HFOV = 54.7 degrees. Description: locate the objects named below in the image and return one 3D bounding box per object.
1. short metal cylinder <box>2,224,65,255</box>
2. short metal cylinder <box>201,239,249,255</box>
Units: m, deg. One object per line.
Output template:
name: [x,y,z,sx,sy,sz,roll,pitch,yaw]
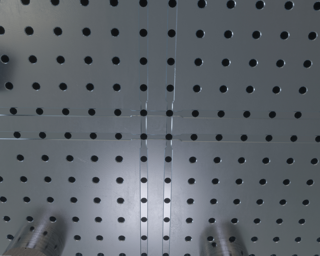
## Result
short metal cylinder: [-0.193,0.195,0.470,0.081,0.050,0.079,0,110,0]
short metal cylinder: [0.105,0.223,0.483,0.081,0.050,0.079,0,110,0]
